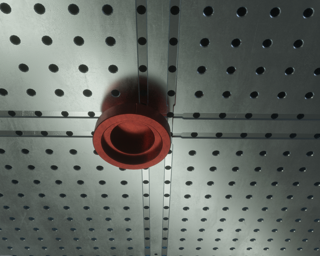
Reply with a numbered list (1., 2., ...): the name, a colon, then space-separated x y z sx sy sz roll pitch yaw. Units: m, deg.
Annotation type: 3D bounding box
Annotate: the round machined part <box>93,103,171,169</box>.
1. round machined part: -0.035 0.006 0.405 0.099 0.042 0.097 0 130 0
